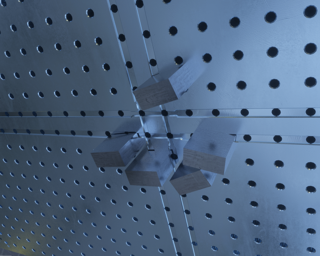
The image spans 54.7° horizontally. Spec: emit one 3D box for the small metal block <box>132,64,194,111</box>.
[{"bbox_3d":[0.004,-0.048,0.362,0.050,0.050,0.025,-15,111,34],"label":"small metal block"}]

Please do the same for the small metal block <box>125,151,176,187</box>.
[{"bbox_3d":[-0.013,0.056,0.435,0.050,0.050,0.025,-3,117,29],"label":"small metal block"}]

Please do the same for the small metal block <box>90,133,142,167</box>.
[{"bbox_3d":[-0.062,0.032,0.445,0.050,0.050,0.025,-6,116,30],"label":"small metal block"}]

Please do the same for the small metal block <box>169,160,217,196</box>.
[{"bbox_3d":[0.047,0.057,0.404,0.050,0.050,0.025,-27,104,37],"label":"small metal block"}]

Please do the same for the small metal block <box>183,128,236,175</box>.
[{"bbox_3d":[0.061,0.027,0.379,0.050,0.050,0.025,13,124,21],"label":"small metal block"}]
